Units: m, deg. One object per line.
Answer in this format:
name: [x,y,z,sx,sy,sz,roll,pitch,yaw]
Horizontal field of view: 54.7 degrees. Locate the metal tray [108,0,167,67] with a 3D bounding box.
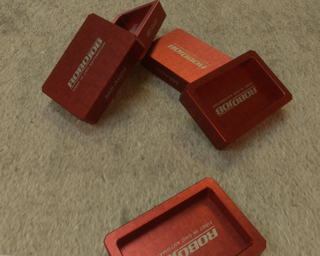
metal tray: [-0.051,-0.150,0.500,0.090,0.030,0.130,-7,44,31]

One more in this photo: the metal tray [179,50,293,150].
metal tray: [0.103,-0.041,0.415,0.131,0.030,0.090,-31,79,-24]

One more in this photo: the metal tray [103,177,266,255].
metal tray: [0.024,0.116,0.302,0.131,0.030,0.090,-25,55,-20]

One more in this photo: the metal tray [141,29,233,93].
metal tray: [0.043,-0.102,0.486,0.091,0.030,0.130,-36,59,-27]

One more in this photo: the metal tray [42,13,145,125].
metal tray: [-0.092,-0.082,0.424,0.090,0.030,0.130,34,91,24]
